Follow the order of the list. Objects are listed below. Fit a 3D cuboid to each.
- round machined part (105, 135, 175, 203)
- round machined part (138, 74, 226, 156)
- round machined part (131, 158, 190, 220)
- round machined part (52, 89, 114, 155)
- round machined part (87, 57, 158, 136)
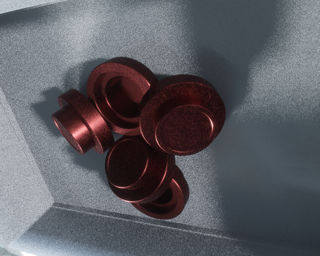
[{"bbox_3d":[-0.033,0.047,0.405,0.098,0.098,0.042,-6,159,31],"label":"round machined part"},{"bbox_3d":[0.026,-0.007,0.348,0.099,0.042,0.097,-4,125,-6],"label":"round machined part"},{"bbox_3d":[-0.003,0.081,0.447,0.098,0.042,0.097,13,124,21],"label":"round machined part"},{"bbox_3d":[-0.110,-0.002,0.424,0.098,0.042,0.098,41,156,23],"label":"round machined part"},{"bbox_3d":[-0.039,-0.042,0.389,0.098,0.042,0.097,13,124,21],"label":"round machined part"}]
